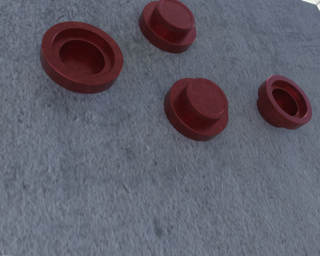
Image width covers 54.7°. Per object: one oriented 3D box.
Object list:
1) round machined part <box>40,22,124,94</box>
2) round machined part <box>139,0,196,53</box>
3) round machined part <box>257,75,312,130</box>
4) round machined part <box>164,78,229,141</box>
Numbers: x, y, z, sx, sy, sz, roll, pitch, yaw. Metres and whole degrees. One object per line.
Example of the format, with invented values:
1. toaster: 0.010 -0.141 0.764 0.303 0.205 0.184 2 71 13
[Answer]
1. round machined part: -0.100 -0.083 0.391 0.099 0.042 0.098 14 56 -21
2. round machined part: 0.018 -0.175 0.511 0.099 0.042 0.098 14 56 -21
3. round machined part: 0.207 -0.040 0.532 0.099 0.042 0.098 14 56 -21
4. round machined part: 0.059 -0.033 0.447 0.099 0.042 0.098 14 56 -21
